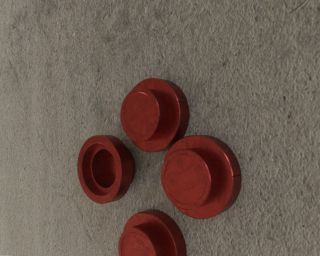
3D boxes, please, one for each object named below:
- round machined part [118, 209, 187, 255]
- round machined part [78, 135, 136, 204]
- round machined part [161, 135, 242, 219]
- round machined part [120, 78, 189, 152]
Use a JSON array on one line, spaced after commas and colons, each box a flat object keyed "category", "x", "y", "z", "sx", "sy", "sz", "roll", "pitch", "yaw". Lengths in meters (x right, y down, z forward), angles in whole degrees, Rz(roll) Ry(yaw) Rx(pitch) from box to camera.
[{"category": "round machined part", "x": -0.017, "y": 0.161, "z": 0.408, "sx": 0.098, "sy": 0.042, "sz": 0.097, "roll": 0, "pitch": 90, "yaw": 40}, {"category": "round machined part", "x": -0.075, "y": 0.059, "z": 0.456, "sx": 0.098, "sy": 0.042, "sz": 0.097, "roll": 0, "pitch": 90, "yaw": 40}, {"category": "round machined part", "x": 0.040, "y": 0.057, "z": 0.361, "sx": 0.098, "sy": 0.042, "sz": 0.097, "roll": 0, "pitch": 90, "yaw": 40}, {"category": "round machined part", "x": -0.014, "y": -0.017, "z": 0.405, "sx": 0.098, "sy": 0.042, "sz": 0.097, "roll": 0, "pitch": 90, "yaw": 40}]
